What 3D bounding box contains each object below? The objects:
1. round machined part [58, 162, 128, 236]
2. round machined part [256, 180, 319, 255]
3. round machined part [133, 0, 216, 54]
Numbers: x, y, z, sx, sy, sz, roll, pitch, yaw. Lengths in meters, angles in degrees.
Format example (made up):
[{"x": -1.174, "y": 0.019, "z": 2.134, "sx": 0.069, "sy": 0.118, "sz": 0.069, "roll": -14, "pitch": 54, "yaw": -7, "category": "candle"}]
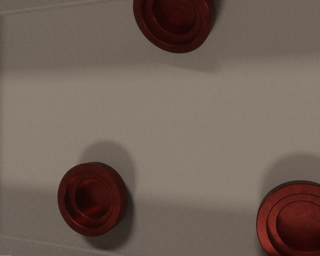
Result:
[{"x": -0.089, "y": 0.096, "z": 0.431, "sx": 0.098, "sy": 0.042, "sz": 0.097, "roll": 0, "pitch": 90, "yaw": 19, "category": "round machined part"}, {"x": 0.160, "y": 0.107, "z": 0.345, "sx": 0.098, "sy": 0.042, "sz": 0.097, "roll": 0, "pitch": 90, "yaw": 19, "category": "round machined part"}, {"x": 0.021, "y": -0.143, "z": 0.375, "sx": 0.098, "sy": 0.097, "sz": 0.042, "roll": 16, "pitch": 52, "yaw": 19, "category": "round machined part"}]
